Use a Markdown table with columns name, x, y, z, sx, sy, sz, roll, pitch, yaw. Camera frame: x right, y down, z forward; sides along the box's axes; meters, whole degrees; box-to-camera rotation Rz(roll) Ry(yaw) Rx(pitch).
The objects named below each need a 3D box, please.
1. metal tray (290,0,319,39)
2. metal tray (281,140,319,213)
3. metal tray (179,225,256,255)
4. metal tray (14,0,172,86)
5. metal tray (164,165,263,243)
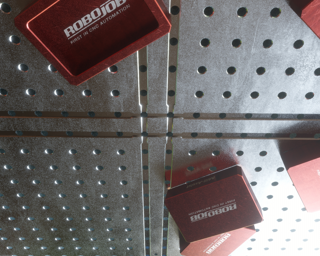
| name | x | y | z | sx | sy | sz | roll | pitch | yaw |
| --- | --- | --- | --- | --- | --- | --- | --- | --- | --- |
| metal tray | 0.210 | -0.113 | 0.313 | 0.130 | 0.030 | 0.090 | 32 | 123 | -25 |
| metal tray | 0.250 | 0.073 | 0.472 | 0.090 | 0.030 | 0.130 | -25 | 126 | 19 |
| metal tray | 0.104 | 0.203 | 0.581 | 0.091 | 0.030 | 0.129 | 19 | 128 | -16 |
| metal tray | -0.065 | -0.109 | 0.314 | 0.130 | 0.030 | 0.090 | -25 | 126 | 20 |
| metal tray | 0.084 | 0.123 | 0.492 | 0.130 | 0.030 | 0.090 | -24 | 104 | 18 |
